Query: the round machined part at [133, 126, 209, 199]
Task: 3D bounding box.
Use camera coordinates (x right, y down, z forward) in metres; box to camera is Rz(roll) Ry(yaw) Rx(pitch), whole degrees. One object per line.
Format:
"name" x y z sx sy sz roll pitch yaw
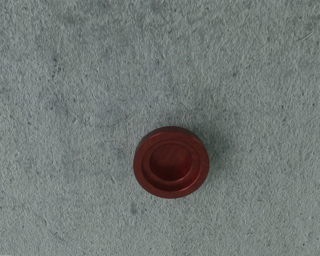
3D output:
"round machined part" 0.014 0.042 0.418 0.099 0.042 0.097 0 110 -1
